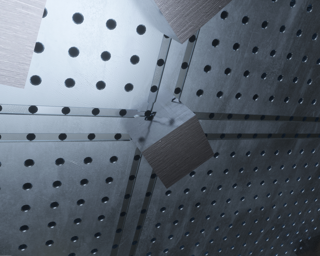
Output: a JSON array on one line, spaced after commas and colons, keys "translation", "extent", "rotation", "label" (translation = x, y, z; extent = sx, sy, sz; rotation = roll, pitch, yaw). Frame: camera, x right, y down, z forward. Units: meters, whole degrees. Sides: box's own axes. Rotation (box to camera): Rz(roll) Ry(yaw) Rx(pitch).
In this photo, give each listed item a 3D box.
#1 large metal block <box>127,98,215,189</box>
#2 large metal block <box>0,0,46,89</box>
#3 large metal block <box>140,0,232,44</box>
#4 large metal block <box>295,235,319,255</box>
[{"translation": [0.016, 0.021, 0.416], "extent": [0.080, 0.050, 0.080], "rotation": [-35, 129, -5], "label": "large metal block"}, {"translation": [-0.149, -0.087, 0.259], "extent": [0.081, 0.050, 0.080], "rotation": [10, 113, -33], "label": "large metal block"}, {"translation": [0.022, -0.148, 0.315], "extent": [0.080, 0.050, 0.080], "rotation": [-42, 129, 0], "label": "large metal block"}, {"translation": [0.421, 0.332, 0.809], "extent": [0.081, 0.080, 0.050], "rotation": [-5, 121, -26], "label": "large metal block"}]
